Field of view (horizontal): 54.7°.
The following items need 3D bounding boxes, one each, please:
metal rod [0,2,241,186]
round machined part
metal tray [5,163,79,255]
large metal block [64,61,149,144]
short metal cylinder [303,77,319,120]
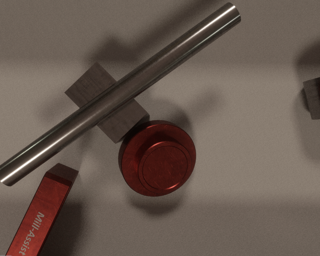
[{"bbox_3d":[-0.043,-0.036,0.330,0.301,0.025,0.025,-36,90,-1],"label":"metal rod"},{"bbox_3d":[0.000,0.042,0.386,0.099,0.042,0.097,-5,107,-17],"label":"round machined part"},{"bbox_3d":[-0.143,0.111,0.371,0.030,0.090,0.130,25,86,-9],"label":"metal tray"},{"bbox_3d":[-0.060,-0.028,0.383,0.050,0.080,0.080,-45,90,0],"label":"large metal block"},{"bbox_3d":[0.227,-0.044,0.387,0.080,0.080,0.050,-13,90,0],"label":"short metal cylinder"}]
